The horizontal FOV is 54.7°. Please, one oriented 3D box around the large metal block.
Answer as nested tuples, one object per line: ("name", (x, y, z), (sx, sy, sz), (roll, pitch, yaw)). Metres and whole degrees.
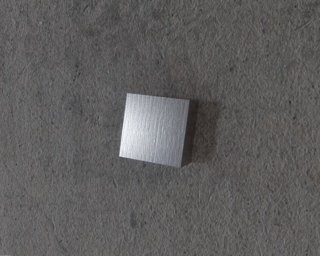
("large metal block", (0.000, 0.001, 0.396), (0.080, 0.050, 0.079), (8, 93, 19))
